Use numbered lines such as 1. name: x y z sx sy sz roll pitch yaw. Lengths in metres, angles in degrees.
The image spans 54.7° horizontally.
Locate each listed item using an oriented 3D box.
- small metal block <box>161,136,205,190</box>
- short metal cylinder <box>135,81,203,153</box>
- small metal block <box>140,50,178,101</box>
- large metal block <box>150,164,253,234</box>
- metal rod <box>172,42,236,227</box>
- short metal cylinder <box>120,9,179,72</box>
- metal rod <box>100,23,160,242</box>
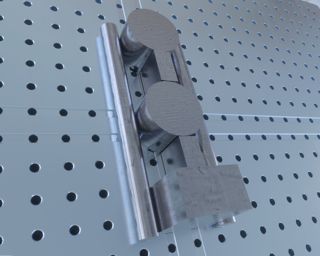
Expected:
1. small metal block: 0.028 0.043 0.380 0.025 0.050 0.050 0 62 -28
2. short metal cylinder: 0.009 -0.014 0.405 0.081 0.050 0.080 14 56 -21
3. small metal block: -0.003 -0.072 0.433 0.025 0.050 0.050 1 62 -28
4. large metal block: 0.039 0.080 0.345 0.081 0.080 0.050 1 62 -28
5. metal rod: 0.049 -0.014 0.442 0.025 0.025 0.299 1 61 -28
6. short metal cylinder: -0.019 -0.129 0.460 0.081 0.050 0.080 14 56 -21
7. metal rod: -0.044 -0.014 0.392 0.025 0.025 0.299 1 61 -28
